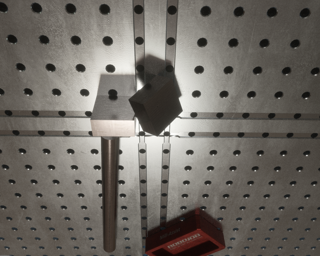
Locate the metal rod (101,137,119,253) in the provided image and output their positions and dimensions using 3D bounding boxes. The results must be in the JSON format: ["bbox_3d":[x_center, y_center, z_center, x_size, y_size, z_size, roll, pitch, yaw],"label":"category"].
[{"bbox_3d":[-0.083,0.120,0.512,0.025,0.025,0.298,4,130,-4],"label":"metal rod"}]

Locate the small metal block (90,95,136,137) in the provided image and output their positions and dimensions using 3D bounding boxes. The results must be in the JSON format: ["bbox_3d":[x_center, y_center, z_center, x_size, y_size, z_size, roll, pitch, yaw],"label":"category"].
[{"bbox_3d":[-0.055,-0.016,0.381,0.050,0.050,0.025,1,130,-1],"label":"small metal block"}]

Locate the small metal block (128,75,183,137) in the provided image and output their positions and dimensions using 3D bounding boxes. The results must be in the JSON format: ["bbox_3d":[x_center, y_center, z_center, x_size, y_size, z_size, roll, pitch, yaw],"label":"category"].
[{"bbox_3d":[-0.004,-0.027,0.370,0.025,0.050,0.050,20,144,41],"label":"small metal block"}]

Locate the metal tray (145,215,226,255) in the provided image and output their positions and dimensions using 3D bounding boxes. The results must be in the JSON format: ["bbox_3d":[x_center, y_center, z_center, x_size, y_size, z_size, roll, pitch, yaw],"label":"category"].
[{"bbox_3d":[0.047,0.222,0.598,0.130,0.030,0.090,-33,123,24],"label":"metal tray"}]
